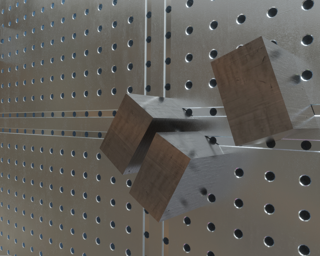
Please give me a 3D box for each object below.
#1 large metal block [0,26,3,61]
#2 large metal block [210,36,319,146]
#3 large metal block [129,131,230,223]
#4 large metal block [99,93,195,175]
[{"bbox_3d":[-0.418,-0.205,0.733,0.080,0.050,0.079,13,99,39],"label":"large metal block"},{"bbox_3d":[0.100,-0.030,0.290,0.050,0.081,0.080,-23,76,37],"label":"large metal block"},{"bbox_3d":[0.023,0.051,0.353,0.050,0.081,0.079,37,113,33],"label":"large metal block"},{"bbox_3d":[-0.015,0.007,0.384,0.050,0.081,0.080,43,116,31],"label":"large metal block"}]
